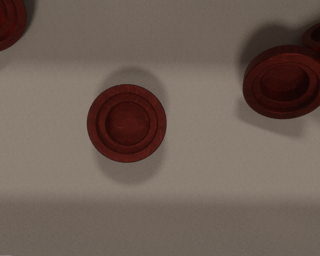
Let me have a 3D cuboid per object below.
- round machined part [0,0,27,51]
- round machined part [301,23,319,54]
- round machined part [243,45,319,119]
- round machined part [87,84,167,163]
[{"bbox_3d":[-0.222,-0.146,0.382,0.098,0.098,0.042,-41,51,0],"label":"round machined part"},{"bbox_3d":[0.232,-0.104,0.384,0.098,0.098,0.042,-25,119,-1],"label":"round machined part"},{"bbox_3d":[0.155,-0.061,0.388,0.099,0.097,0.042,19,46,-1],"label":"round machined part"},{"bbox_3d":[-0.041,-0.006,0.402,0.099,0.042,0.097,0,90,-1],"label":"round machined part"}]
